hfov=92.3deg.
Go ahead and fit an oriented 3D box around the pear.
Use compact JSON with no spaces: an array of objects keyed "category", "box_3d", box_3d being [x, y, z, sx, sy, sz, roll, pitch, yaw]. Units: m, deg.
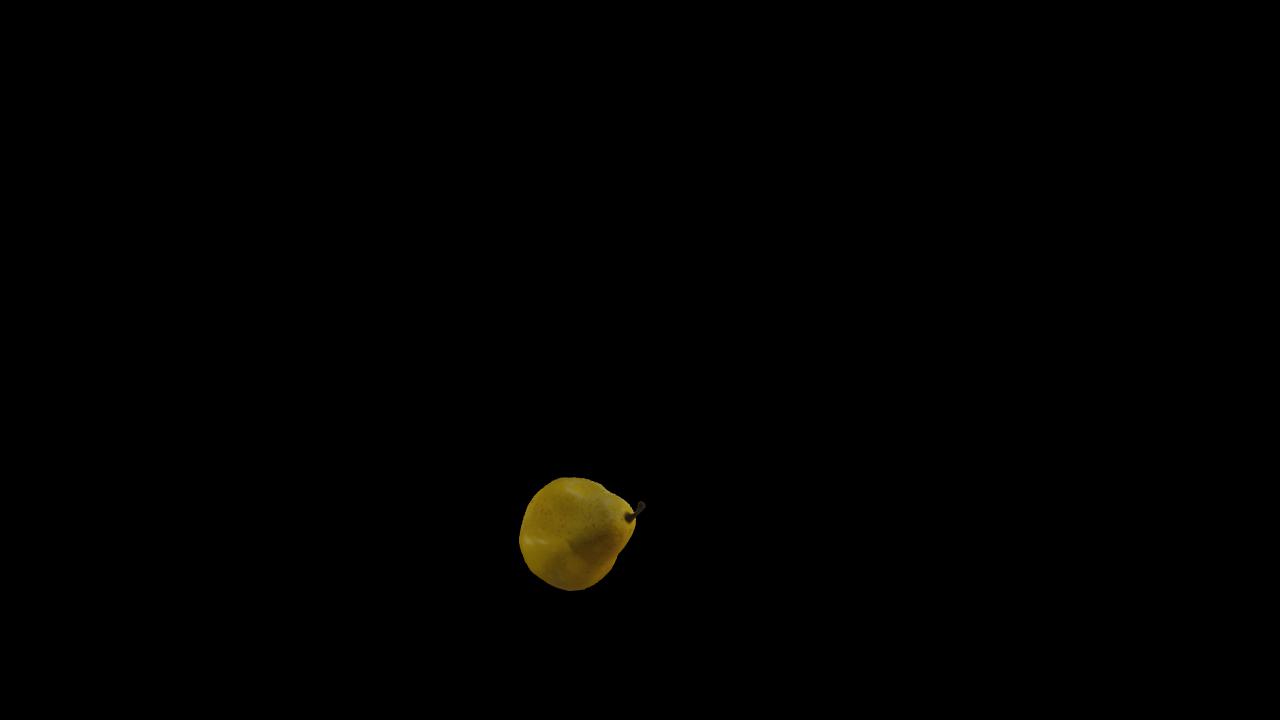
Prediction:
[{"category":"pear","box_3d":[-0.033,0.122,0.434,0.080,0.080,0.111,0,-9,-43]}]
